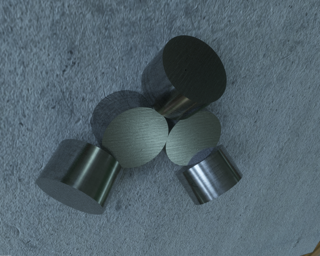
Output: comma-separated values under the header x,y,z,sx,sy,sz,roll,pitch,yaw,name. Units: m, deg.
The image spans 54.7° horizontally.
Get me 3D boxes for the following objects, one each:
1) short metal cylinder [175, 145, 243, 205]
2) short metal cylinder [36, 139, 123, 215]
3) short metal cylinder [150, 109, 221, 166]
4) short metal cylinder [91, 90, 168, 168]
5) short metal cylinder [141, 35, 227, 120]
x,y,z,sx,sy,sz,roll,pitch,yaw,name
0.069,0.066,0.443,0.080,0.080,0.050,-32,87,-7,short metal cylinder
-0.089,0.056,0.351,0.080,0.080,0.050,55,46,-39,short metal cylinder
0.033,0.003,0.412,0.081,0.050,0.079,-14,124,-21,short metal cylinder
-0.037,0.001,0.372,0.081,0.050,0.079,-14,124,-21,short metal cylinder
0.026,-0.055,0.345,0.081,0.080,0.050,1,160,-29,short metal cylinder
